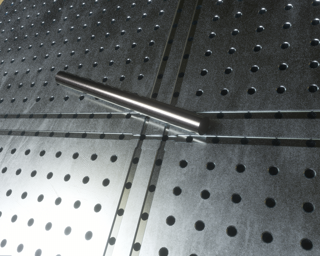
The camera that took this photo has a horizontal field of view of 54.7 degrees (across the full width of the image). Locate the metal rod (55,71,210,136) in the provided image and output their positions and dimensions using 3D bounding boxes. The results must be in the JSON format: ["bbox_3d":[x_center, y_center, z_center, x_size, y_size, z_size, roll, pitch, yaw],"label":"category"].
[{"bbox_3d":[-0.061,-0.046,0.466,0.300,0.025,0.025,21,73,35],"label":"metal rod"}]
